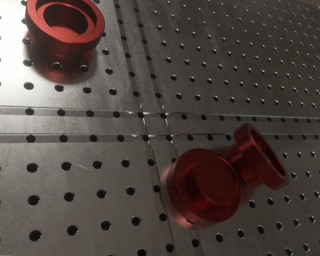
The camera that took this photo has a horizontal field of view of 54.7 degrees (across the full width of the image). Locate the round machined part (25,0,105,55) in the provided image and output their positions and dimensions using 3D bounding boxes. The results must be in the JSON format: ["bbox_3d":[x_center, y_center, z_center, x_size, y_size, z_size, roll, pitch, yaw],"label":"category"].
[{"bbox_3d":[-0.127,-0.137,0.413,0.099,0.042,0.098,14,56,-21],"label":"round machined part"}]

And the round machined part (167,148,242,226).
[{"bbox_3d":[0.062,0.069,0.390,0.099,0.042,0.098,14,56,-21],"label":"round machined part"}]

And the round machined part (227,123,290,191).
[{"bbox_3d":[0.130,0.044,0.426,0.098,0.042,0.098,42,24,-23],"label":"round machined part"}]
